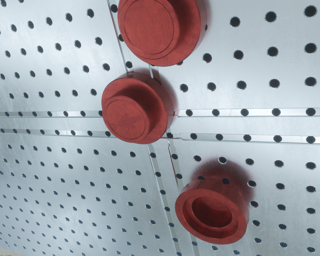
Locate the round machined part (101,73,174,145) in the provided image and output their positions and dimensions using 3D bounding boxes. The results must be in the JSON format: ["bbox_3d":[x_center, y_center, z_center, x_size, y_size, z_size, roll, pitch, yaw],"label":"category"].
[{"bbox_3d":[-0.036,-0.019,0.406,0.098,0.042,0.097,13,124,20],"label":"round machined part"}]

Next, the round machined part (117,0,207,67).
[{"bbox_3d":[-0.004,-0.112,0.332,0.098,0.042,0.097,13,124,20],"label":"round machined part"}]

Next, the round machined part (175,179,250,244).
[{"bbox_3d":[0.074,0.110,0.428,0.098,0.042,0.097,13,124,20],"label":"round machined part"}]
